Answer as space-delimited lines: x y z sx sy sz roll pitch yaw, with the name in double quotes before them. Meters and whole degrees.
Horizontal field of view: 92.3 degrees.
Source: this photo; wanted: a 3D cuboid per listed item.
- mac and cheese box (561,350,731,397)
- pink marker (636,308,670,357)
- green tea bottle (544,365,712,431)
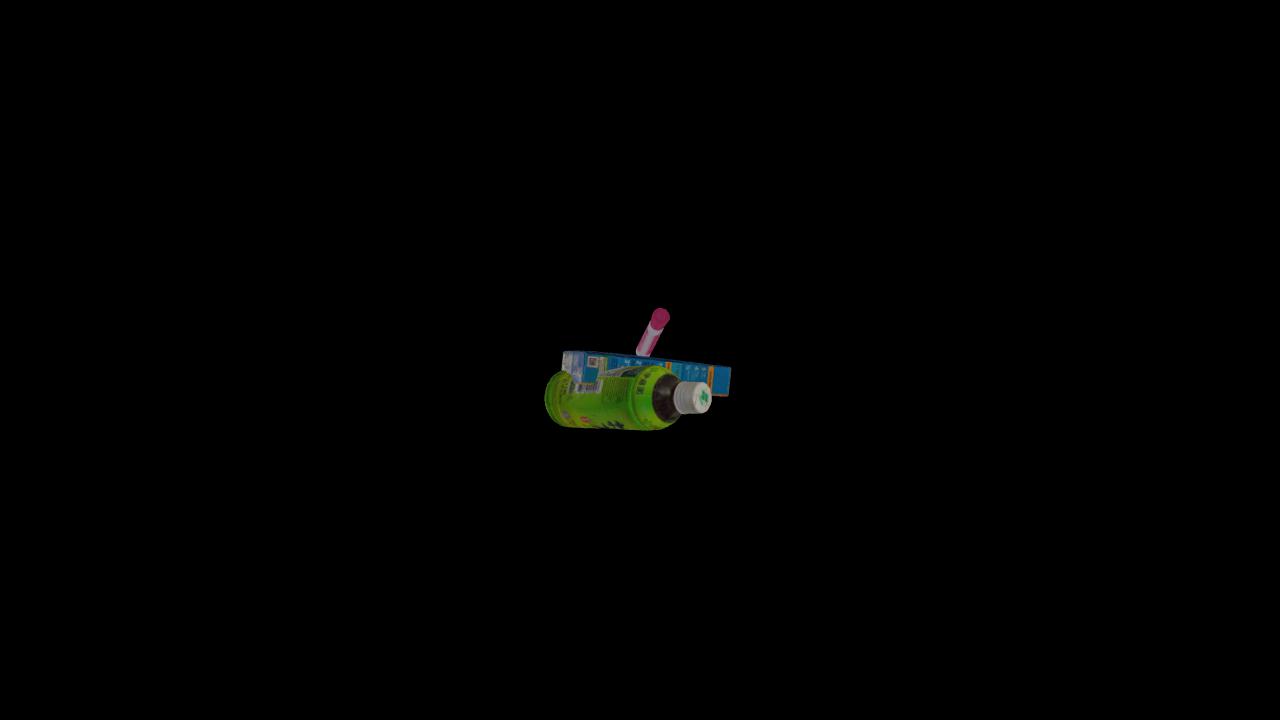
"mac and cheese box" 0.006 0.016 0.732 0.184 0.041 0.093 6 -2 -22
"pink marker" 0.013 -0.029 0.695 0.020 0.020 0.121 0 -18 -10
"green tea bottle" -0.016 0.041 0.664 0.073 0.073 0.212 0 -3 -44
